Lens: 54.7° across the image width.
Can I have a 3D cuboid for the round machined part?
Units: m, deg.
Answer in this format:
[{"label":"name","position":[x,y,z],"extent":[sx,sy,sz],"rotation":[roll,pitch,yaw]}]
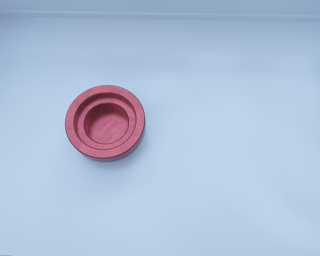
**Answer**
[{"label":"round machined part","position":[-0.068,-0.003,0.401],"extent":[0.099,0.042,0.098],"rotation":[0,70,-1]}]
